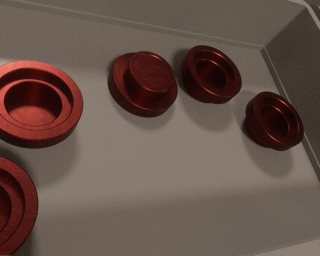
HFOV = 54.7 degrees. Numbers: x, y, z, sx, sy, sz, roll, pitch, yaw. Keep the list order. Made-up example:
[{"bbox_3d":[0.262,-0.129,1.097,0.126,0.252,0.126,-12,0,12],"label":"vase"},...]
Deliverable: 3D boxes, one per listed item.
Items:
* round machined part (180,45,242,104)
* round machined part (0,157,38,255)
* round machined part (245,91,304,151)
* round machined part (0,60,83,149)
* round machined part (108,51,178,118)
[{"bbox_3d":[0.075,-0.078,0.485,0.099,0.042,0.098,14,56,-21],"label":"round machined part"},{"bbox_3d":[-0.159,0.074,0.264,0.099,0.042,0.098,14,56,-21],"label":"round machined part"},{"bbox_3d":[0.177,-0.007,0.497,0.099,0.042,0.098,14,56,-21],"label":"round machined part"},{"bbox_3d":[-0.137,-0.022,0.335,0.099,0.042,0.098,14,56,-21],"label":"round machined part"},{"bbox_3d":[-0.019,-0.067,0.427,0.099,0.042,0.098,14,56,-21],"label":"round machined part"}]
